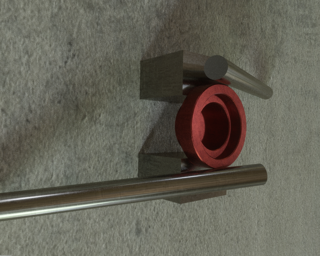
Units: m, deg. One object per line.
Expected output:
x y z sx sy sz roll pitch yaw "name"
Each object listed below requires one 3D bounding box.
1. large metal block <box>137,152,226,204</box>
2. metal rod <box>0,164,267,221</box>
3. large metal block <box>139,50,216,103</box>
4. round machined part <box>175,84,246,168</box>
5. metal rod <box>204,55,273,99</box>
0.028 0.059 0.396 0.081 0.080 0.050 1 89 -40 "large metal block"
-0.027 0.063 0.313 0.303 0.025 0.025 -4 93 -18 "metal rod"
0.030 -0.061 0.397 0.081 0.080 0.050 1 89 -40 "large metal block"
0.056 -0.002 0.368 0.099 0.042 0.097 0 90 -40 "round machined part"
0.127 -0.063 0.445 0.301 0.025 0.025 -2 92 -62 "metal rod"
